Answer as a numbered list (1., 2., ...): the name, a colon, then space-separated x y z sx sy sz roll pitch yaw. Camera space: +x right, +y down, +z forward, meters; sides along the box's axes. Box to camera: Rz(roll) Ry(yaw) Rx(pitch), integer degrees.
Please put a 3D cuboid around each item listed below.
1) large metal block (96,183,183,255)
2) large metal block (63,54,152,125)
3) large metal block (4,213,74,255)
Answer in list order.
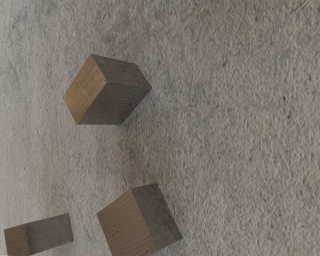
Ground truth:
1. large metal block: -0.029 0.130 0.413 0.080 0.050 0.080 -40 66 32
2. large metal block: -0.073 -0.049 0.429 0.080 0.081 0.050 -47 62 30
3. large metal block: -0.213 0.189 0.545 0.080 0.081 0.050 -24 75 37
